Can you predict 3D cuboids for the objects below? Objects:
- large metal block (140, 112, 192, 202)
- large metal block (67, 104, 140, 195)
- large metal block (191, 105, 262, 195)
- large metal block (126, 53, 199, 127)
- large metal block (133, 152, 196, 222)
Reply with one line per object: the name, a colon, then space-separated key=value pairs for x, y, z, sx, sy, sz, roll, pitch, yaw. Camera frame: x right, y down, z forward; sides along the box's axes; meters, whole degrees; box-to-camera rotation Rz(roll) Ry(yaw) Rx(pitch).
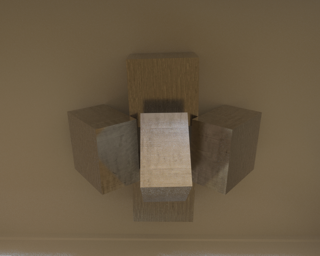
large metal block: x=0.005 y=0.036 z=0.351 sx=0.050 sy=0.080 sz=0.080 roll=-1 pitch=66 yaw=-1
large metal block: x=-0.070 y=0.022 z=0.380 sx=0.050 sy=0.080 sz=0.079 roll=-16 pitch=115 yaw=-33
large metal block: x=0.081 y=0.022 z=0.382 sx=0.050 sy=0.081 sz=0.079 roll=17 pitch=116 yaw=35
large metal block: x=0.004 y=-0.048 z=0.376 sx=0.080 sy=0.050 sz=0.079 roll=-1 pitch=110 yaw=0
large metal block: x=0.005 y=0.080 z=0.426 sx=0.081 sy=0.050 sz=0.079 roll=1 pitch=110 yaw=-1
